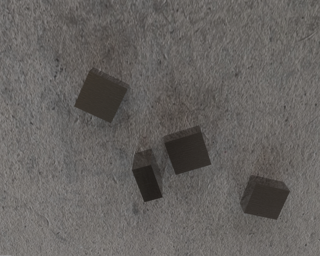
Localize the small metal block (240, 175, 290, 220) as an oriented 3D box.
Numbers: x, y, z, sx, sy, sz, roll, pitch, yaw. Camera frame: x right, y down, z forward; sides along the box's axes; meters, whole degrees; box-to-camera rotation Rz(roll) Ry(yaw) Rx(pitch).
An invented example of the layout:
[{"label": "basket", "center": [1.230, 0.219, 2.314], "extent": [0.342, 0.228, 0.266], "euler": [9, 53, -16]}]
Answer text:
[{"label": "small metal block", "center": [0.151, 0.100, 0.448], "extent": [0.050, 0.025, 0.050], "euler": [13, 110, -5]}]

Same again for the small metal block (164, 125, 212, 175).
[{"label": "small metal block", "center": [0.037, 0.030, 0.421], "extent": [0.050, 0.025, 0.050], "euler": [-17, 109, 6]}]

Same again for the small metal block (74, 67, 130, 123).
[{"label": "small metal block", "center": [-0.073, -0.042, 0.394], "extent": [0.050, 0.025, 0.050], "euler": [25, 108, -9]}]

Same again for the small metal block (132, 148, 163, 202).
[{"label": "small metal block", "center": [-0.016, 0.063, 0.419], "extent": [0.025, 0.050, 0.050], "euler": [-16, 109, 6]}]
